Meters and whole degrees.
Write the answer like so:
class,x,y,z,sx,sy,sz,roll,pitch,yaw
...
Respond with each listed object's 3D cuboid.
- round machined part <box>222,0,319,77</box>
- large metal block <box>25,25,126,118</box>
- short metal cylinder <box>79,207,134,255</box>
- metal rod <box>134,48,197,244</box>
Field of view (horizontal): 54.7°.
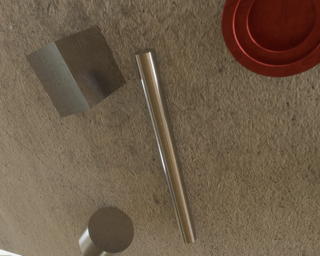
class,x,y,z,sx,sy,sz,roll,pitch,yaw
round machined part,0.109,-0.099,0.277,0.098,0.042,0.097,13,124,20
large metal block,-0.098,-0.070,0.378,0.050,0.080,0.080,-13,112,33
short metal cylinder,-0.092,0.184,0.531,0.080,0.080,0.050,37,129,3
metal rod,0.014,0.042,0.424,0.025,0.025,0.298,1,119,27
